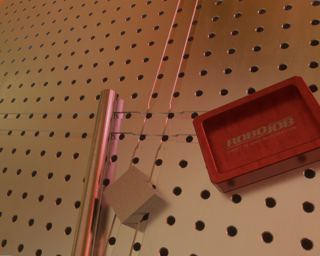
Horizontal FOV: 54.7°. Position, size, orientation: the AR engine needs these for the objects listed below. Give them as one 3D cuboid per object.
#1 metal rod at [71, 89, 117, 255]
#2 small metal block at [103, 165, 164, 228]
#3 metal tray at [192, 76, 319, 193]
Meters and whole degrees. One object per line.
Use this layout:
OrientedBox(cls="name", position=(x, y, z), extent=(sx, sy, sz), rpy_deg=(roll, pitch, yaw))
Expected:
OrientedBox(cls="metal rod", position=(-0.087, 0.076, 0.405), extent=(0.025, 0.025, 0.299), rpy_deg=(-10, 57, 22))
OrientedBox(cls="small metal block", position=(-0.033, 0.082, 0.374), extent=(0.050, 0.025, 0.050), rpy_deg=(-42, 51, -1))
OrientedBox(cls="metal tray", position=(0.110, 0.007, 0.342), extent=(0.130, 0.030, 0.090), rpy_deg=(-23, 53, 14))
